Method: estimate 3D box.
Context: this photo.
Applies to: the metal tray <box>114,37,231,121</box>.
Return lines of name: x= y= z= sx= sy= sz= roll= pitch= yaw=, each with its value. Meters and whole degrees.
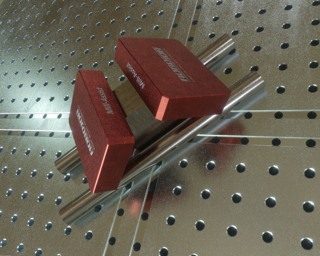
metal tray: x=0.011 y=-0.064 z=0.370 sx=0.091 sy=0.030 sz=0.130 roll=-7 pitch=44 yaw=-30

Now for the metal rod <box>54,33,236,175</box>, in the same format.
metal rod: x=-0.023 y=-0.032 z=0.438 sx=0.300 sy=0.025 sz=0.025 roll=-37 pitch=51 yaw=3

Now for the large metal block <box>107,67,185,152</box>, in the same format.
large metal block: x=-0.016 y=-0.021 z=0.392 sx=0.080 sy=0.080 sz=0.050 roll=-36 pitch=51 yaw=4

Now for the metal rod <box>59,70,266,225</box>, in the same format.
metal rod: x=0.000 y=0.027 z=0.391 sx=0.300 sy=0.025 sz=0.025 roll=-36 pitch=51 yaw=4

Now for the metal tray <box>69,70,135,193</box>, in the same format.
metal tray: x=-0.077 y=0.001 z=0.377 sx=0.130 sy=0.030 sz=0.089 roll=60 pitch=140 yaw=38
